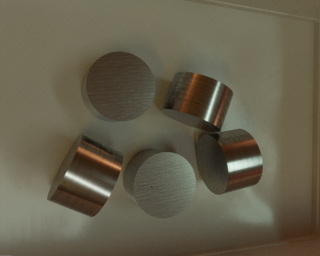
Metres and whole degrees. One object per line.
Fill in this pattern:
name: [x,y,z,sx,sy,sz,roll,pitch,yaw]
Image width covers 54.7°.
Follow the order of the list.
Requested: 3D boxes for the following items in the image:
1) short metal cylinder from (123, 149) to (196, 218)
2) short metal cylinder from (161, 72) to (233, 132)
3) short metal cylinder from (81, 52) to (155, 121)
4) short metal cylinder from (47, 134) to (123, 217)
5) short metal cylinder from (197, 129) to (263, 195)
short metal cylinder: [-0.002,0.069,0.396,0.081,0.050,0.079,0,90,-21]
short metal cylinder: [0.048,-0.032,0.400,0.080,0.080,0.050,23,83,-19]
short metal cylinder: [-0.052,-0.048,0.377,0.081,0.050,0.079,0,90,-21]
short metal cylinder: [-0.084,0.053,0.349,0.050,0.080,0.080,29,81,-18]
short metal cylinder: [0.090,0.044,0.414,0.050,0.080,0.079,-10,94,-20]
